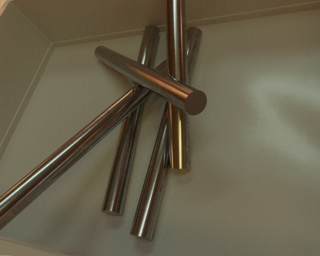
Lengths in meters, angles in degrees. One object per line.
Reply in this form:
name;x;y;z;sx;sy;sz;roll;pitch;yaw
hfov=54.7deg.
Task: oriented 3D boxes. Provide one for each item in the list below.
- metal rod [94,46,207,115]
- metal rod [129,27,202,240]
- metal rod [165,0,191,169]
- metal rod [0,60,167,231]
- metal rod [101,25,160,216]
metal rod;-0.034;-0.077;0.416;0.025;0.025;0.300;-46;35;-4
metal rod;0.015;-0.011;0.403;0.025;0.025;0.300;1;62;28
metal rod;0.020;-0.102;0.373;0.025;0.025;0.298;-3;87;26
metal rod;-0.074;0.001;0.374;0.025;0.025;0.301;19;50;35
metal rod;-0.036;-0.029;0.440;0.025;0.025;0.299;-4;60;26
